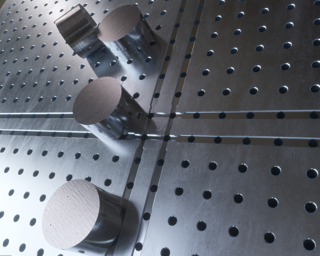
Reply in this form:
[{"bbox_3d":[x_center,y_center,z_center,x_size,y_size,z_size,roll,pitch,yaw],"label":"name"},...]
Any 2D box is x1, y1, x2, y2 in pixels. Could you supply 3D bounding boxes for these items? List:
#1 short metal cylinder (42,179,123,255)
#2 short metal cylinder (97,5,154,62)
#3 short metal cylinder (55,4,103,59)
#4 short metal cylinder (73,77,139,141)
[{"bbox_3d":[-0.093,0.108,0.375,0.080,0.050,0.080,-13,56,21],"label":"short metal cylinder"},{"bbox_3d":[-0.057,-0.158,0.519,0.080,0.050,0.080,-13,56,21],"label":"short metal cylinder"},{"bbox_3d":[-0.139,-0.171,0.551,0.050,0.080,0.080,-32,52,7],"label":"short metal cylinder"},{"bbox_3d":[-0.078,-0.027,0.450,0.080,0.050,0.080,-13,56,21],"label":"short metal cylinder"}]
